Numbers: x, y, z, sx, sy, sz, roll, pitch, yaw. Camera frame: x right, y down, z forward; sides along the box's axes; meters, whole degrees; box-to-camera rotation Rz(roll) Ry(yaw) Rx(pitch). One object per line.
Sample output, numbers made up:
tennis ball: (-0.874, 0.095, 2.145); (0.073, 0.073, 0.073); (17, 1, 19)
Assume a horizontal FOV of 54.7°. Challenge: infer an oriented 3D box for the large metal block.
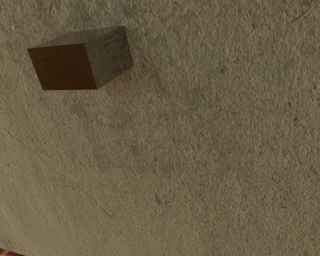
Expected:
large metal block: (-0.090, -0.083, 0.367); (0.080, 0.080, 0.050); (3, 120, 27)
